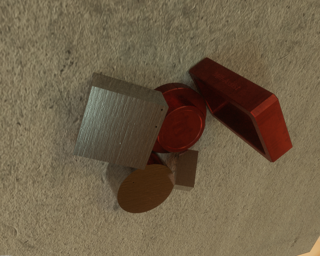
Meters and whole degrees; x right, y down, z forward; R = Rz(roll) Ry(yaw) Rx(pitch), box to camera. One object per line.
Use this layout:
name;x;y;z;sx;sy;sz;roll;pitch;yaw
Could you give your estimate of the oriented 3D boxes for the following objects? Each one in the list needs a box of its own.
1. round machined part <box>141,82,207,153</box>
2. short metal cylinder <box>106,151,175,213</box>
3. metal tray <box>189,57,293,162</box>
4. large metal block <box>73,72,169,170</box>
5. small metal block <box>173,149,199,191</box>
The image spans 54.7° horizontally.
round machined part;0.020;-0.007;0.406;0.099;0.042;0.097;-14;125;-21
short metal cylinder;-0.027;0.068;0.421;0.081;0.050;0.079;-14;125;-21
metal tray;0.094;-0.025;0.377;0.030;0.130;0.090;-38;130;-3
large metal block;-0.046;-0.007;0.348;0.081;0.050;0.079;15;112;-16
small metal block;0.035;0.060;0.436;0.025;0.050;0.050;9;162;1
